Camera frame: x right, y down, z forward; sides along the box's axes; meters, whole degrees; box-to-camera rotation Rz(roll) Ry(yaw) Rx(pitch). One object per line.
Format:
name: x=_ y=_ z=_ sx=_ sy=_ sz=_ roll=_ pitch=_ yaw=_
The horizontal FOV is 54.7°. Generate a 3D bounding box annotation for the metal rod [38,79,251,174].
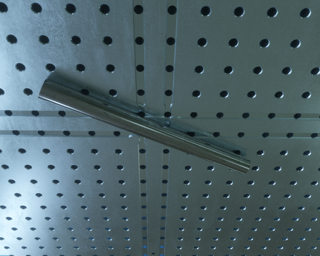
metal rod: x=-0.007 y=0.005 z=0.416 sx=0.302 sy=0.025 sz=0.025 roll=21 pitch=127 yaw=-18
